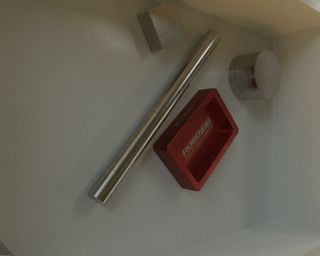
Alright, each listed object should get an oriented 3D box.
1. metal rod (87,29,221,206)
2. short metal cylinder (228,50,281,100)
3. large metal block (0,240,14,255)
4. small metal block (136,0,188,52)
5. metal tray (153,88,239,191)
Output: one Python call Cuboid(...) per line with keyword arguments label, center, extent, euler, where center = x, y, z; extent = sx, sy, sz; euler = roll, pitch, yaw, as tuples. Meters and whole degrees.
Cuboid(label="metal rod", center=(0.006, -0.031, 0.413), extent=(0.025, 0.025, 0.301), euler=(50, 60, -29))
Cuboid(label="short metal cylinder", center=(0.163, -0.089, 0.530), extent=(0.081, 0.050, 0.079), euler=(0, 90, -40))
Cuboid(label="large metal block", center=(-0.160, 0.127, 0.238), extent=(0.050, 0.080, 0.080), euler=(22, 76, -38))
Cuboid(label="small metal block", center=(0.004, -0.135, 0.411), extent=(0.050, 0.025, 0.050), euler=(-36, 113, -34))
Cuboid(label="metal tray", center=(0.058, 0.015, 0.454), extent=(0.130, 0.030, 0.090), euler=(-50, 120, -28))
